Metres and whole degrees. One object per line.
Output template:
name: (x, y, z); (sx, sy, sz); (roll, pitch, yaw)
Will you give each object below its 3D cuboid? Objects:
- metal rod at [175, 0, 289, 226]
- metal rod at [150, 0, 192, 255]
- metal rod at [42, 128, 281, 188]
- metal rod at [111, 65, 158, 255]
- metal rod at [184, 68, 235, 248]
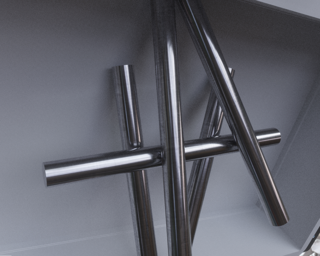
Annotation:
metal rod: (0.090, -0.015, 0.366); (0.025, 0.025, 0.299); (-28, 102, -12)
metal rod: (0.012, 0.000, 0.325); (0.025, 0.025, 0.298); (-5, 91, -27)
metal rod: (0.025, 0.028, 0.360); (0.303, 0.025, 0.025); (-7, 122, -27)
metal rod: (-0.025, 0.077, 0.367); (0.025, 0.025, 0.298); (-10, 99, -24)
metal rod: (0.052, 0.066, 0.408); (0.025, 0.025, 0.298); (15, 88, -35)
